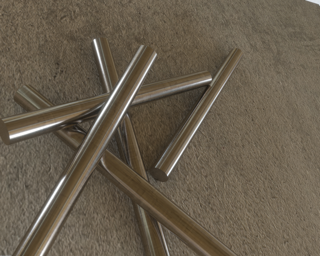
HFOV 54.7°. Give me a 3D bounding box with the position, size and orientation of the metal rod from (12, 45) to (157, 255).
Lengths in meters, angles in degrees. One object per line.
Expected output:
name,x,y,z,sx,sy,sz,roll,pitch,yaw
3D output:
metal rod,-0.075,0.036,0.297,0.025,0.025,0.300,30,65,-9

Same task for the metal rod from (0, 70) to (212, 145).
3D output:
metal rod,-0.034,-0.037,0.375,0.302,0.025,0.025,-21,73,-43

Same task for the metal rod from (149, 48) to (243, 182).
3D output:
metal rod,0.068,-0.038,0.463,0.025,0.025,0.301,39,51,-3

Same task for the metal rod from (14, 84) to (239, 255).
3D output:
metal rod,-0.036,0.053,0.324,0.300,0.025,0.025,38,50,8

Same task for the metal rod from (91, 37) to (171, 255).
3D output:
metal rod,-0.040,0.014,0.373,0.025,0.025,0.299,-4,64,-30
